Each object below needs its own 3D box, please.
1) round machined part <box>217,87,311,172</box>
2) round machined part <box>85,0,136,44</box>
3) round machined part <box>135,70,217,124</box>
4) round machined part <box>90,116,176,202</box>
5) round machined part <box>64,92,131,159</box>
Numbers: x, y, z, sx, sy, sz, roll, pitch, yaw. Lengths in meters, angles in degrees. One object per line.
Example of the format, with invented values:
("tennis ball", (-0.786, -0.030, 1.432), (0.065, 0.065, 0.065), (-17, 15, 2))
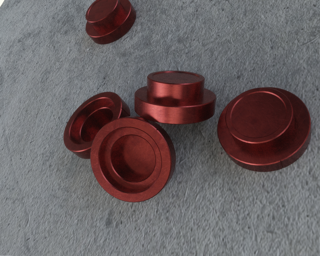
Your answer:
("round machined part", (0.110, -0.005, 0.338), (0.098, 0.042, 0.098), (-13, 56, 21))
("round machined part", (-0.097, -0.206, 0.570), (0.098, 0.042, 0.098), (-13, 56, 21))
("round machined part", (0.019, -0.042, 0.374), (0.099, 0.042, 0.098), (1, 23, 0))
("round machined part", (-0.028, 0.034, 0.367), (0.098, 0.042, 0.097), (2, 97, 17))
("round machined part", (-0.081, 0.001, 0.429), (0.098, 0.042, 0.098), (-20, 47, 23))
